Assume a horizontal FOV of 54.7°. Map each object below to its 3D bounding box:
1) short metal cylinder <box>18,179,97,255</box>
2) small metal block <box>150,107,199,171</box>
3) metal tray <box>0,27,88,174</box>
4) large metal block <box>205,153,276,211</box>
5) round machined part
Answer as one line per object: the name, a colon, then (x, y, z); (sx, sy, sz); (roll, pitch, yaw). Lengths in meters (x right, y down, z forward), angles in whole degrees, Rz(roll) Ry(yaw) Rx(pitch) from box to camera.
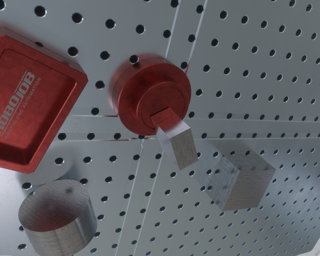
short metal cylinder: (-0.122, 0.109, 0.376); (0.081, 0.080, 0.050); (-18, 126, -18)
small metal block: (0.017, 0.012, 0.357); (0.025, 0.050, 0.050); (-27, 128, -12)
metal tray: (-0.145, -0.021, 0.314); (0.090, 0.030, 0.129); (25, 105, -37)
large metal block: (0.135, 0.090, 0.524); (0.081, 0.050, 0.079); (3, 117, -30)
round machined part: (-0.004, -0.032, 0.378); (0.099, 0.042, 0.097); (-14, 124, -21)
